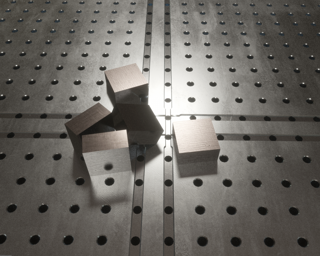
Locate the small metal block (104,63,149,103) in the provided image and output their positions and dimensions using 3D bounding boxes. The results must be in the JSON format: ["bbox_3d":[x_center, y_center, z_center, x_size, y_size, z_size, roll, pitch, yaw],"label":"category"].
[{"bbox_3d":[-0.050,-0.067,0.463,0.050,0.025,0.050,-18,53,-15],"label":"small metal block"}]

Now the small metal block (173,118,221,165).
[{"bbox_3d":[0.044,0.016,0.394,0.050,0.025,0.050,-5,50,-5],"label":"small metal block"}]

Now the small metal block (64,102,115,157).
[{"bbox_3d":[-0.085,0.004,0.386,0.050,0.050,0.025,-38,59,-27],"label":"small metal block"}]

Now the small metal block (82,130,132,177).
[{"bbox_3d":[-0.062,0.030,0.365,0.050,0.050,0.025,-8,51,-7],"label":"small metal block"}]

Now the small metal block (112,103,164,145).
[{"bbox_3d":[-0.031,-0.005,0.399,0.050,0.025,0.050,0,44,-35],"label":"small metal block"}]
